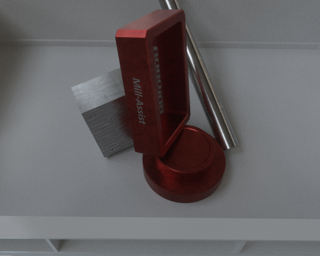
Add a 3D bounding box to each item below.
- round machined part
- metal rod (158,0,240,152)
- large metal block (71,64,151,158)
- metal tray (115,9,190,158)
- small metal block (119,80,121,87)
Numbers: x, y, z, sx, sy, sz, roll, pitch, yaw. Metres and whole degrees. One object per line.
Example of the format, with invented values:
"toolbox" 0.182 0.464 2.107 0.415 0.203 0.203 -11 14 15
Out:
"round machined part" 0.029 0.035 0.365 0.099 0.042 0.098 1 50 0
"metal rod" 0.036 -0.111 0.415 0.025 0.025 0.299 -18 79 -15
"large metal block" -0.049 -0.021 0.376 0.080 0.080 0.050 -24 48 -9
"metal tray" 0.000 -0.047 0.320 0.030 0.129 0.090 9 34 24
"small metal block" -0.050 -0.041 0.422 0.050 0.050 0.025 -12 51 -10
